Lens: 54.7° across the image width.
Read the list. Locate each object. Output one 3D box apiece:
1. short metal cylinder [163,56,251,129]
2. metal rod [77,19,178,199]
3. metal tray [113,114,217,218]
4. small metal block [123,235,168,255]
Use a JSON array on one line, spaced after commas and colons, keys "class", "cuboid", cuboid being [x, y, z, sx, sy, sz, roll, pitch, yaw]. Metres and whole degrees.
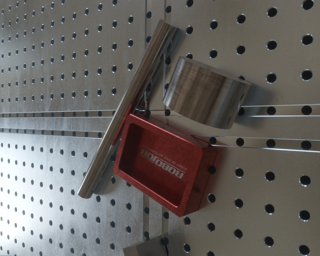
[{"class": "short metal cylinder", "cuboid": [0.049, -0.039, 0.332, 0.080, 0.081, 0.050, 33, 111, 34]}, {"class": "metal rod", "cuboid": [-0.056, -0.014, 0.453, 0.025, 0.025, 0.298, 43, 116, 31]}, {"class": "metal tray", "cuboid": [0.001, 0.043, 0.403, 0.130, 0.030, 0.089, 25, 106, 36]}, {"class": "small metal block", "cuboid": [-0.016, 0.173, 0.404, 0.025, 0.050, 0.050, -28, 73, 36]}]
